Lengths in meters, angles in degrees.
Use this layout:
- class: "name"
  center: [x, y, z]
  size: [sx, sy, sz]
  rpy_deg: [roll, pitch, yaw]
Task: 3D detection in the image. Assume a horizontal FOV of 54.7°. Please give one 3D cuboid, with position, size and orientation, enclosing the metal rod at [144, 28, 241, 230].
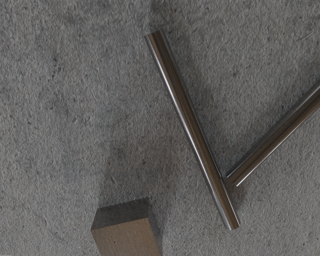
- class: "metal rod"
  center: [0.050, 0.015, 0.416]
  size: [0.025, 0.025, 0.299]
  rpy_deg: [-22, 109, 7]

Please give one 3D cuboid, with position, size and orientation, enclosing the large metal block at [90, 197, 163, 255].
- class: "large metal block"
  center: [-0.045, 0.157, 0.454]
  size: [0.080, 0.050, 0.080]
  rpy_deg: [-14, 110, 4]

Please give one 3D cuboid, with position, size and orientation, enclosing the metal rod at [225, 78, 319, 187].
- class: "metal rod"
  center: [0.196, -0.036, 0.399]
  size: [0.025, 0.025, 0.299]
  rpy_deg: [37, 106, -13]
